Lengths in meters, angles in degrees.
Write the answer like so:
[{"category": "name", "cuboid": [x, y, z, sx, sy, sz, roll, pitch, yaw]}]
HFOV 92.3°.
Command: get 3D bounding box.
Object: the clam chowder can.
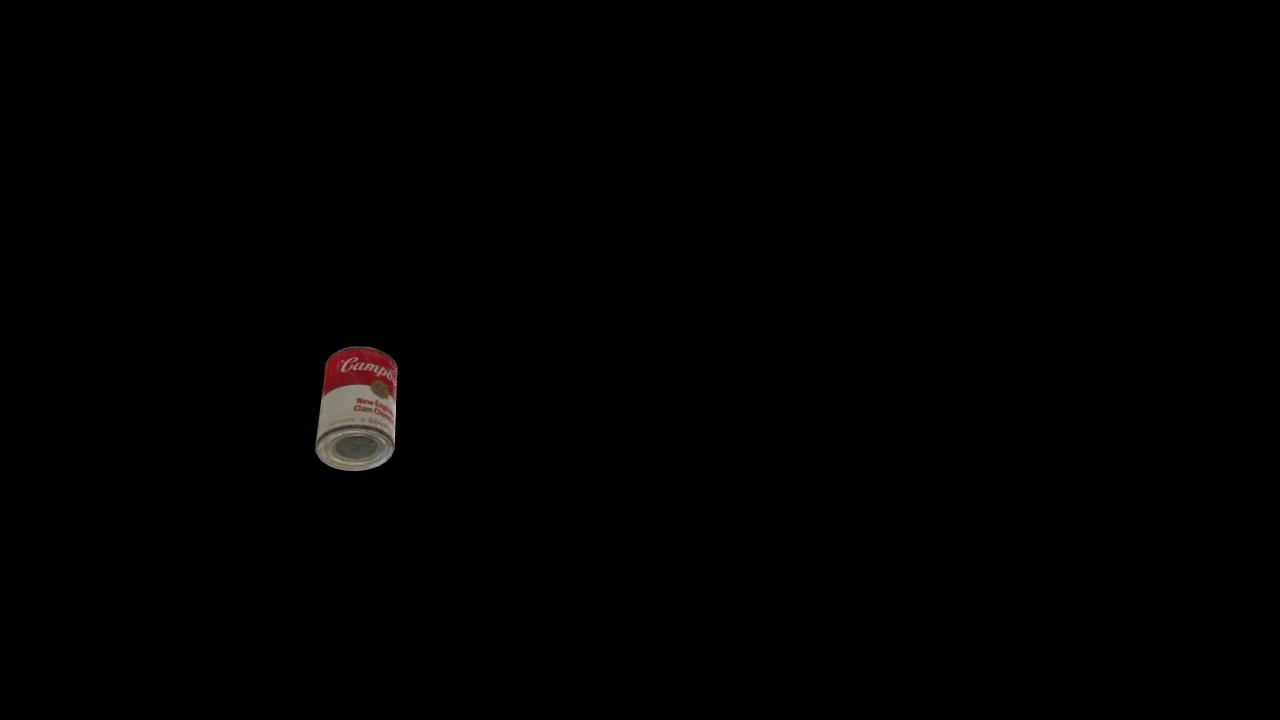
[{"category": "clam chowder can", "cuboid": [-0.269, 0.046, 0.588, 0.068, 0.102, 0.068, -10, -41, -9]}]
